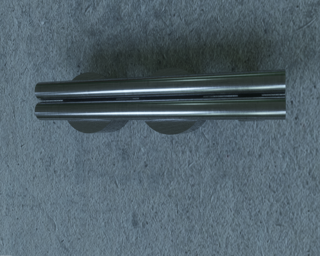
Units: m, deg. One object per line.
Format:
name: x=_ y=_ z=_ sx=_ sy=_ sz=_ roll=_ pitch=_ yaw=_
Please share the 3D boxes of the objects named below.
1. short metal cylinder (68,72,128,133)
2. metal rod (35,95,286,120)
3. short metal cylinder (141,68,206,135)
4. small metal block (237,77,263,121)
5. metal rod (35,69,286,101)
short metal cylinder: x=-0.084 y=-0.033 z=0.426 sx=0.080 sy=0.050 sz=0.080 roll=0 pitch=90 yaw=20
metal rod: x=-0.016 y=-0.022 z=0.362 sx=0.301 sy=0.025 sz=0.025 roll=0 pitch=90 yaw=19
short metal cylinder: x=0.020 y=-0.032 z=0.390 sx=0.080 sy=0.050 sz=0.080 roll=0 pitch=90 yaw=20
small metal block: x=0.106 y=-0.033 z=0.361 sx=0.025 sy=0.050 sz=0.050 roll=-2 pitch=89 yaw=20
metal rod: x=-0.016 y=-0.048 z=0.362 sx=0.301 sy=0.025 sz=0.025 roll=0 pitch=90 yaw=19
